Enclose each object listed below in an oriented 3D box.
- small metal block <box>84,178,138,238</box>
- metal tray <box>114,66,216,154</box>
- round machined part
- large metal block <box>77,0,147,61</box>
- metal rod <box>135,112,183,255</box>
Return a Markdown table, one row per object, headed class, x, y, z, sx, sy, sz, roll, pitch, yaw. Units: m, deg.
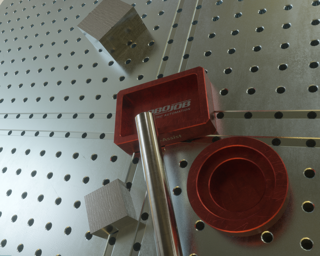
| class | x | y | z | sx | sy | sz | roll | pitch | yaw |
| --- | --- | --- | --- | --- | --- | --- | --- | --- | --- |
| small metal block | -0.061 | 0.098 | 0.379 | 0.050 | 0.025 | 0.050 | -29 | 52 | 9 |
| metal tray | 0.004 | -0.023 | 0.415 | 0.130 | 0.030 | 0.090 | -14 | 56 | 20 |
| round machined part | 0.081 | 0.061 | 0.317 | 0.098 | 0.042 | 0.098 | -13 | 56 | 20 |
| large metal block | -0.085 | -0.177 | 0.543 | 0.080 | 0.050 | 0.080 | -47 | 52 | -5 |
| metal rod | 0.008 | 0.116 | 0.311 | 0.025 | 0.025 | 0.299 | -20 | 60 | 16 |
